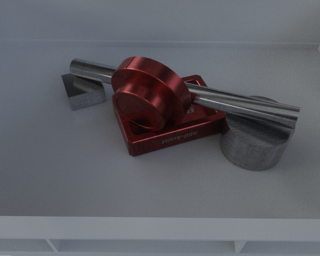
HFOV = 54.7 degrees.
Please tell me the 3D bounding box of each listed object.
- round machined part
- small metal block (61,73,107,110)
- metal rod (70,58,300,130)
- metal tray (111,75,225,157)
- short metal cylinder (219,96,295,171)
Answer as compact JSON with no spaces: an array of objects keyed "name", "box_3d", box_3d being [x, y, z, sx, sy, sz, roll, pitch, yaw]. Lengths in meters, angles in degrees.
[{"name":"round machined part","box_3d":[-0.016,-0.033,0.367,0.098,0.098,0.042,22,61,17]},{"name":"small metal block","box_3d":[-0.111,-0.058,0.450,0.050,0.025,0.050,-17,52,-15]},{"name":"metal rod","box_3d":[0.015,-0.049,0.391,0.301,0.025,0.025,16,52,20]},{"name":"metal tray","box_3d":[0.010,-0.021,0.416,0.131,0.030,0.090,-15,52,-13]},{"name":"short metal cylinder","box_3d":[0.118,0.006,0.384,0.081,0.050,0.080,0,50,0]}]
